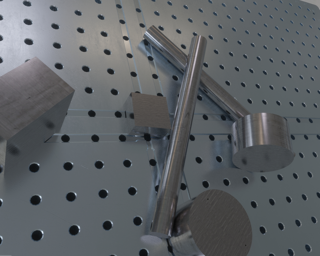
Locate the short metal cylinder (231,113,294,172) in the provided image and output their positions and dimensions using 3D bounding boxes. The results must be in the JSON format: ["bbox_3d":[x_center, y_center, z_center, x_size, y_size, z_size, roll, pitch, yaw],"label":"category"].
[{"bbox_3d":[0.142,0.022,0.436,0.081,0.080,0.050,18,55,-18],"label":"short metal cylinder"}]

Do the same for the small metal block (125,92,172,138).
[{"bbox_3d":[-0.016,-0.017,0.410,0.050,0.025,0.050,5,59,-26],"label":"small metal block"}]

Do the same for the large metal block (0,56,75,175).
[{"bbox_3d":[-0.138,-0.011,0.305,0.050,0.080,0.080,41,51,0],"label":"large metal block"}]

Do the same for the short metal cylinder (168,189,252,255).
[{"bbox_3d":[0.056,0.116,0.351,0.081,0.050,0.080,14,56,-21],"label":"short metal cylinder"}]

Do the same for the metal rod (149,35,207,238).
[{"bbox_3d":[0.031,-0.010,0.412,0.025,0.025,0.300,23,59,-15],"label":"metal rod"}]

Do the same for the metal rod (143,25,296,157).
[{"bbox_3d":[0.093,-0.052,0.490,0.300,0.025,0.025,42,51,1],"label":"metal rod"}]
